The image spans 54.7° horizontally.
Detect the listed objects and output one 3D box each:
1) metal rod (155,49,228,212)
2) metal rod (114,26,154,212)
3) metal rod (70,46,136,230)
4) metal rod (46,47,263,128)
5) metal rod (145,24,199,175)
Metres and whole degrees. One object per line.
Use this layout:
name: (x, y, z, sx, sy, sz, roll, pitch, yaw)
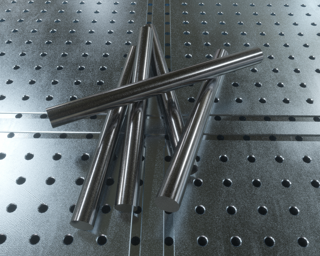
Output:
metal rod: (0.054, -0.023, 0.403, 0.025, 0.025, 0.301, 15, 44, 11)
metal rod: (-0.030, -0.035, 0.421, 0.025, 0.025, 0.300, 2, 55, 1)
metal rod: (-0.060, -0.012, 0.417, 0.025, 0.025, 0.300, 6, 50, 5)
metal rod: (0.006, -0.059, 0.409, 0.302, 0.025, 0.025, -19, 53, -17)
metal rod: (0.007, -0.063, 0.460, 0.025, 0.025, 0.300, -8, 50, -7)
